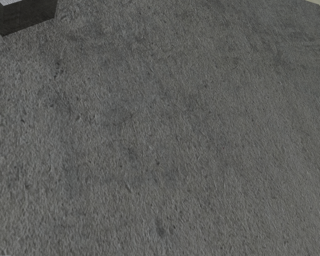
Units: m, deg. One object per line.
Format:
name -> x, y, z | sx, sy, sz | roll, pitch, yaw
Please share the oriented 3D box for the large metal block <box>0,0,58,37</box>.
large metal block -> -0.189, -0.174, 0.391 | 0.080, 0.050, 0.080 | 45, 51, 3
